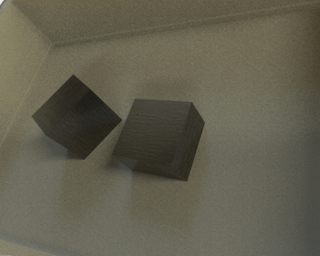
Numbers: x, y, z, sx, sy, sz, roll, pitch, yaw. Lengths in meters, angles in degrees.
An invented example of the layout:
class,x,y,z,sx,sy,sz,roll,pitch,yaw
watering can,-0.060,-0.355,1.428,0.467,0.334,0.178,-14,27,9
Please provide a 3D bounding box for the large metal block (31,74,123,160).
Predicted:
class,x,y,z,sx,sy,sz,roll,pitch,yaw
large metal block,-0.114,-0.014,0.437,0.080,0.080,0.050,-47,52,-5

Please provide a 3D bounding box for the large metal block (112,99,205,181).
class,x,y,z,sx,sy,sz,roll,pitch,yaw
large metal block,0.000,0.013,0.381,0.080,0.050,0.080,6,65,30
